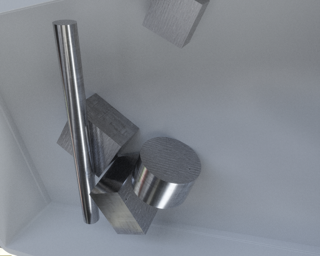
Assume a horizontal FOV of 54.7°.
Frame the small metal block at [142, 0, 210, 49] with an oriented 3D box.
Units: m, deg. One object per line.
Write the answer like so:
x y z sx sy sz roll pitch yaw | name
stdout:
0.016 -0.120 0.325 0.050 0.025 0.050 33 129 6 | small metal block

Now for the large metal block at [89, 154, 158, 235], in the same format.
-0.042 0.095 0.448 0.050 0.080 0.080 -11 118 32 | large metal block

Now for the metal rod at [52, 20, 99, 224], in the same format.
-0.104 0.015 0.405 0.025 0.025 0.298 14 124 20 | metal rod

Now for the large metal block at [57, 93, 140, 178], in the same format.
-0.090 0.011 0.445 0.080 0.050 0.080 39 129 1 | large metal block

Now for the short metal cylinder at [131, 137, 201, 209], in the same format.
0.007 0.057 0.403 0.080 0.080 0.050 28 128 10 | short metal cylinder
